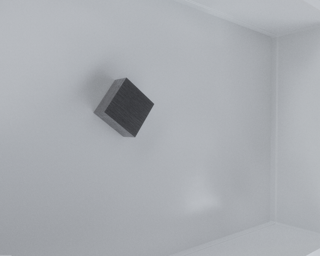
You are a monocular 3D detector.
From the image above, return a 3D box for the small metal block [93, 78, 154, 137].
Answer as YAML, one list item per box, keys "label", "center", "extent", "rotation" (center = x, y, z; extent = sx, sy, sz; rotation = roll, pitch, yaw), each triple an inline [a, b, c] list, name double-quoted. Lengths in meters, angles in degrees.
- label: "small metal block"
  center: [-0.042, -0.024, 0.370]
  extent: [0.050, 0.025, 0.050]
  rotation: [42, 64, -32]
